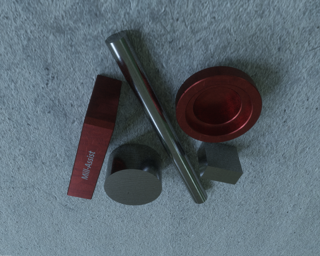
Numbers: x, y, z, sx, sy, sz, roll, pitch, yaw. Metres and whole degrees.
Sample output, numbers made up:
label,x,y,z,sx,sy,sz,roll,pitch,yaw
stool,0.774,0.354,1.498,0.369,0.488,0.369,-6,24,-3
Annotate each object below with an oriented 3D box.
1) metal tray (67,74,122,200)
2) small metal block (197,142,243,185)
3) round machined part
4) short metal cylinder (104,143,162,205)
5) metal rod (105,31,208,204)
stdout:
label,x,y,z,sx,sy,sz,roll,pitch,yaw
metal tray,-0.080,0.013,0.376,0.030,0.090,0.129,14,129,-12
small metal block,0.082,0.047,0.430,0.050,0.050,0.025,13,129,-11
round machined part,0.067,-0.032,0.371,0.099,0.042,0.097,-1,130,0
short metal cylinder,-0.037,0.068,0.449,0.081,0.050,0.079,0,130,0
metal rod,0.010,0.009,0.417,0.025,0.025,0.299,-18,128,14
